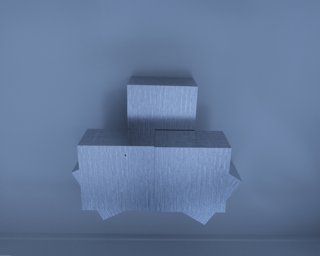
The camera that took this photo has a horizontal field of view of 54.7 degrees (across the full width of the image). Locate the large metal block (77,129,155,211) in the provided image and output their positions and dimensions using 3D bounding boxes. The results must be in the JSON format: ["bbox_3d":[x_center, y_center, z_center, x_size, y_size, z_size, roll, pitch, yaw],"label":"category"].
[{"bbox_3d":[-0.047,0.047,0.360,0.081,0.050,0.079,1,110,-1],"label":"large metal block"}]

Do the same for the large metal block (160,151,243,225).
[{"bbox_3d":[0.049,0.070,0.421,0.080,0.050,0.080,33,107,-11],"label":"large metal block"}]

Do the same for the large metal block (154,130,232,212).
[{"bbox_3d":[0.034,0.049,0.360,0.081,0.050,0.079,1,110,-1],"label":"large metal block"}]

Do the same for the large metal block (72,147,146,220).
[{"bbox_3d":[-0.057,0.065,0.419,0.080,0.050,0.080,-25,108,8],"label":"large metal block"}]

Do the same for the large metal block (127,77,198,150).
[{"bbox_3d":[0.002,-0.020,0.389,0.081,0.050,0.079,1,110,-1],"label":"large metal block"}]
